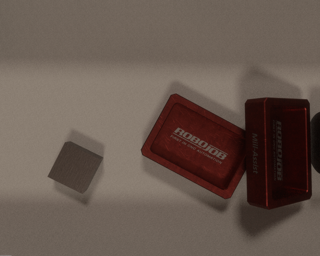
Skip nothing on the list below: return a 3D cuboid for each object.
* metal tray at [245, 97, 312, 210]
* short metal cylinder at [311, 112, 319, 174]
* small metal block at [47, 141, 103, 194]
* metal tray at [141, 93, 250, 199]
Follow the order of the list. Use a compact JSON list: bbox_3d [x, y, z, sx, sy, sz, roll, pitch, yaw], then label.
[{"bbox_3d":[0.150,0.029,0.389,0.091,0.030,0.129,-2,90,-33],"label":"metal tray"},{"bbox_3d":[0.228,0.019,0.387,0.050,0.080,0.079,-1,90,0],"label":"short metal cylinder"},{"bbox_3d":[-0.111,0.051,0.410,0.050,0.025,0.050,27,90,-1],"label":"small metal block"},{"bbox_3d":[0.052,0.023,0.409,0.130,0.030,0.090,28,90,-1],"label":"metal tray"}]
